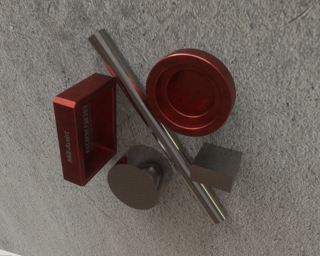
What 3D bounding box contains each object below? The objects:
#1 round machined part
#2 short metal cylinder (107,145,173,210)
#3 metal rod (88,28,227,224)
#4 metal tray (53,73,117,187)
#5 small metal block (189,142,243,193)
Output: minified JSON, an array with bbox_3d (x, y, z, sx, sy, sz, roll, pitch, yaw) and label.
[{"bbox_3d":[0.037,-0.042,0.351,0.098,0.042,0.097,13,124,20],"label":"round machined part"},{"bbox_3d":[-0.028,0.071,0.449,0.080,0.050,0.079,13,124,20],"label":"short metal cylinder"},{"bbox_3d":[0.004,0.007,0.410,0.025,0.025,0.299,-24,106,36],"label":"metal rod"},{"bbox_3d":[-0.094,0.002,0.416,0.030,0.090,0.129,17,125,18],"label":"metal tray"},{"bbox_3d":[0.069,0.047,0.380,0.050,0.050,0.025,16,125,19],"label":"small metal block"}]
